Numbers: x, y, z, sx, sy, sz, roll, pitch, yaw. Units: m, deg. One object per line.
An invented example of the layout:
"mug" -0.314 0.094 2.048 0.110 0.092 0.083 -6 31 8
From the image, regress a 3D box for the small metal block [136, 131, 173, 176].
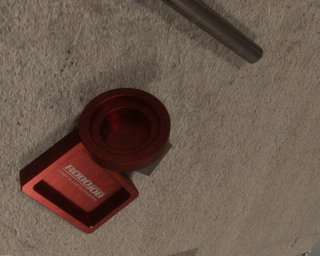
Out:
"small metal block" -0.018 0.025 0.397 0.025 0.050 0.050 29 102 -39

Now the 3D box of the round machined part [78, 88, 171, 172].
"round machined part" -0.039 0.005 0.350 0.099 0.098 0.042 -22 152 -16

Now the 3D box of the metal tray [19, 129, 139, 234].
"metal tray" -0.098 0.073 0.396 0.090 0.030 0.130 -38 130 -3

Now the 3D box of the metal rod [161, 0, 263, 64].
"metal rod" 0.015 -0.142 0.328 0.302 0.025 0.025 21 107 -36
